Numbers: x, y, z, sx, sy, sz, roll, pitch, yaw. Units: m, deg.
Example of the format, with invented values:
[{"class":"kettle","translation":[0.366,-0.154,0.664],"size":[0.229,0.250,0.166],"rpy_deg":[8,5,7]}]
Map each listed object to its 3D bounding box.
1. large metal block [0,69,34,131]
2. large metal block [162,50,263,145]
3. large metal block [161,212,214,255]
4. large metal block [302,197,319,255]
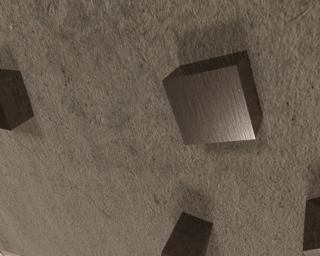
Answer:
[{"class":"large metal block","translation":[-0.261,-0.048,0.495],"size":[0.080,0.050,0.079],"rpy_deg":[9,122,23]},{"class":"large metal block","translation":[0.060,-0.031,0.339],"size":[0.080,0.050,0.080],"rpy_deg":[-7,115,31]},{"class":"large metal block","translation":[0.039,0.190,0.467],"size":[0.050,0.080,0.079],"rpy_deg":[17,125,18]},{"class":"large metal block","translation":[0.206,0.130,0.343],"size":[0.050,0.080,0.080],"rpy_deg":[-30,102,37]}]
